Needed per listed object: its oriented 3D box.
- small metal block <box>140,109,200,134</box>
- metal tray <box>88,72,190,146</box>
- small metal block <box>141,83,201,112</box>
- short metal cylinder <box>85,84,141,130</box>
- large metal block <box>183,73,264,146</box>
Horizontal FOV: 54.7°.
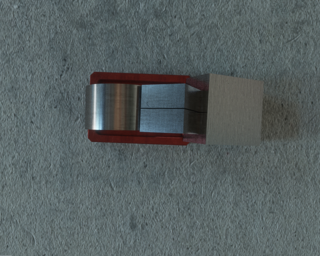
[{"bbox_3d":[0.012,-0.007,0.346,0.050,0.050,0.025,2,89,26],"label":"small metal block"},{"bbox_3d":[-0.025,-0.025,0.408,0.131,0.030,0.089,2,90,0],"label":"metal tray"},{"bbox_3d":[0.013,-0.033,0.346,0.050,0.050,0.025,2,89,26],"label":"small metal block"},{"bbox_3d":[-0.048,-0.023,0.370,0.081,0.080,0.050,1,90,0],"label":"short metal cylinder"},{"bbox_3d":[0.078,-0.020,0.385,0.081,0.050,0.080,3,90,-26],"label":"large metal block"}]
